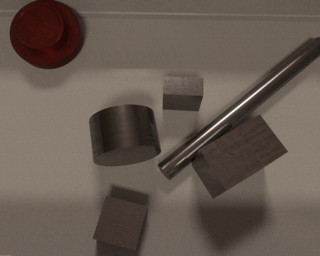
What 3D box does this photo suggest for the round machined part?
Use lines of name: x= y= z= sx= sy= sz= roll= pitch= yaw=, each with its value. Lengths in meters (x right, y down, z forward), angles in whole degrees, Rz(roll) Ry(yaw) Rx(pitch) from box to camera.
round machined part: x=-0.163 y=-0.136 z=0.437 sx=0.099 sy=0.042 sz=0.097 roll=0 pitch=84 yaw=-1

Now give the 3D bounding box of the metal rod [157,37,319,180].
metal rod: x=0.121 y=-0.034 z=0.423 sx=0.301 sy=0.025 sz=0.025 roll=-38 pitch=75 yaw=-13

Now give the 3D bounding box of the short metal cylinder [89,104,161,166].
short metal cylinder: x=-0.043 y=0.011 z=0.376 sx=0.081 sy=0.080 sz=0.050 roll=-10 pitch=71 yaw=-4

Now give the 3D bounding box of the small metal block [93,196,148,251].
small metal block: x=-0.046 y=0.113 z=0.368 sx=0.050 sy=0.025 sz=0.050 roll=14 pitch=70 yaw=4

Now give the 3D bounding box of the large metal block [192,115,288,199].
large metal block: x=0.089 y=0.037 z=0.368 sx=0.080 sy=0.080 sz=0.050 roll=-29 pitch=73 yaw=-10

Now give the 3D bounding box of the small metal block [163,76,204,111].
small metal block: x=0.030 y=-0.044 z=0.413 sx=0.050 sy=0.050 sz=0.025 roll=3 pitch=70 yaw=1
